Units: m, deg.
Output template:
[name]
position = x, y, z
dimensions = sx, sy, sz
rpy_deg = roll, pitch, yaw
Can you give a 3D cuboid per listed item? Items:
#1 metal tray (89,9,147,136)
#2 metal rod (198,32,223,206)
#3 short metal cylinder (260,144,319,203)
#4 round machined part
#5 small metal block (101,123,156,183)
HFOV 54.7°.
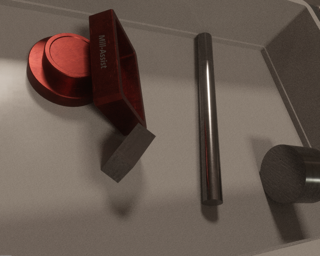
[metal tray]
position = -0.051, -0.066, 0.379
dimensions = 0.030, 0.090, 0.130
rpy_deg = -14, 62, 10
[metal rod]
position = 0.072, -0.033, 0.466
dimensions = 0.025, 0.025, 0.300
rpy_deg = 16, 55, -20
[short metal cylinder]
position = 0.189, 0.065, 0.435
dimensions = 0.050, 0.080, 0.080
rpy_deg = 7, 59, -25
[round machined part]
position = -0.110, -0.078, 0.384
dimensions = 0.099, 0.042, 0.098
rpy_deg = 14, 56, -21
[small metal block]
position = -0.036, 0.029, 0.354
dimensions = 0.025, 0.050, 0.050
rpy_deg = 38, 51, -3
